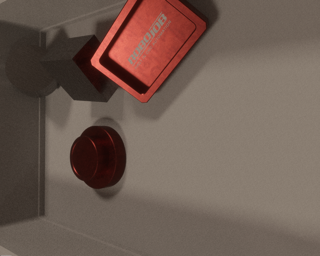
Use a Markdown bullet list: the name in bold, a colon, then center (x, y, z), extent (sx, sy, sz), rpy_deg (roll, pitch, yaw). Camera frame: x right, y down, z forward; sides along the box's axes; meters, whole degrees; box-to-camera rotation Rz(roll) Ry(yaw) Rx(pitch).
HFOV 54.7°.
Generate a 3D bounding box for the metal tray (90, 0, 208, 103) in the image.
- **metal tray**: center (-0.015, -0.105, 0.382), extent (0.090, 0.030, 0.129), rpy_deg (37, 119, -8)

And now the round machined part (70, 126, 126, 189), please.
- **round machined part**: center (-0.101, 0.045, 0.477), extent (0.098, 0.042, 0.097), rpy_deg (0, 90, 39)

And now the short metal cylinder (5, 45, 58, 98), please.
- **short metal cylinder**: center (-0.219, -0.097, 0.539), extent (0.050, 0.081, 0.080), rpy_deg (147, 117, -77)

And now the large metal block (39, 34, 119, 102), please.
- **large metal block**: center (-0.112, -0.085, 0.452), extent (0.080, 0.080, 0.050), rpy_deg (7, 55, 39)
